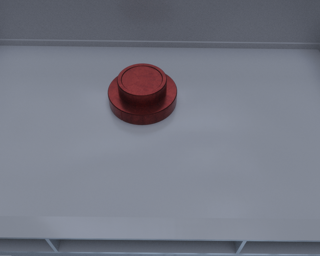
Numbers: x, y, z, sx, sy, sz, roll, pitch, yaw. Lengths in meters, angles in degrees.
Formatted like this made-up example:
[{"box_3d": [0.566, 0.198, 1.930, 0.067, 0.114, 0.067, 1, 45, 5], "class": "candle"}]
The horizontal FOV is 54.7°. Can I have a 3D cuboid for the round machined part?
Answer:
[{"box_3d": [-0.025, -0.054, 0.440, 0.099, 0.042, 0.098, 0, 50, 0], "class": "round machined part"}]
